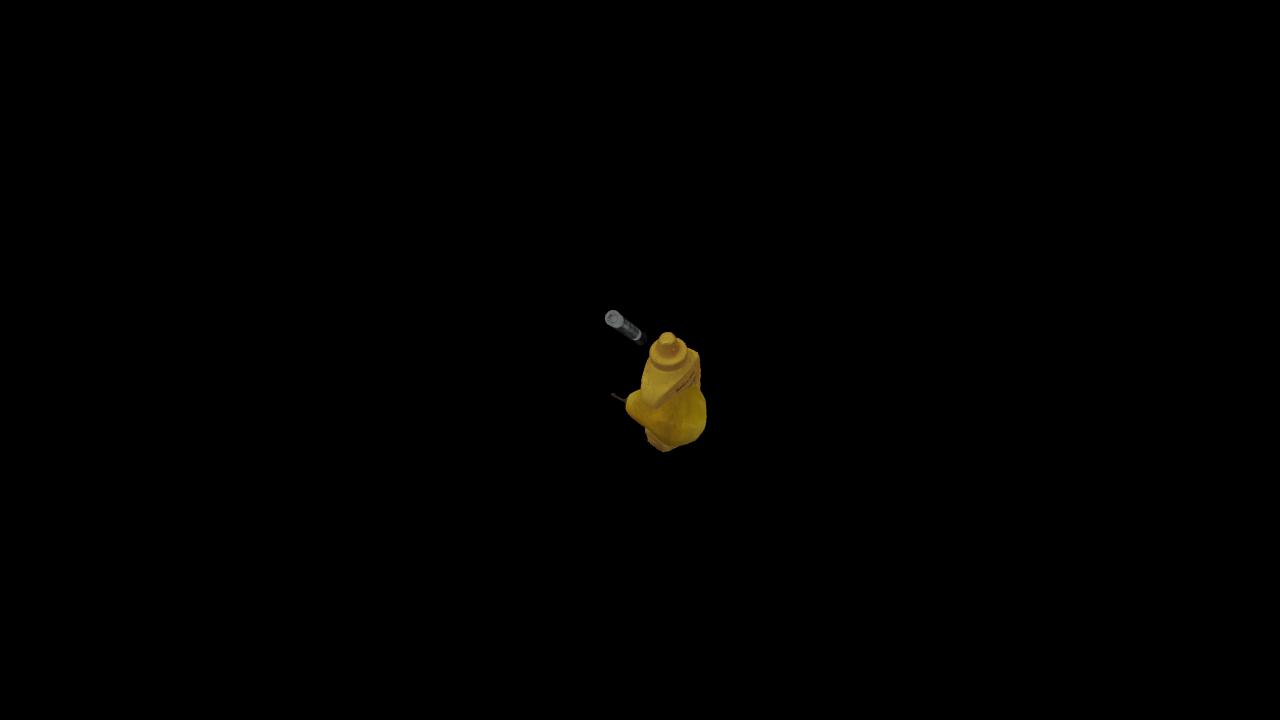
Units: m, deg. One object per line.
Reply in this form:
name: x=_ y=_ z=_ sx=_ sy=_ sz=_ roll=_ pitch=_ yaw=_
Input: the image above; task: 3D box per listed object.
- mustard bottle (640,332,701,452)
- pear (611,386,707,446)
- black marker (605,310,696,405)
mustard bottle: x=0.039 y=0.031 z=0.733 sx=0.054 sy=0.092 sz=0.184 roll=36 pitch=-25 yaw=29
pear: x=0.021 y=0.060 z=0.724 sx=0.111 sy=0.080 sz=0.080 roll=5 pitch=-1 yaw=-13
black marker: x=-0.015 y=-0.039 z=0.767 sx=0.020 sy=0.020 sz=0.121 roll=0 pitch=-10 yaw=17
